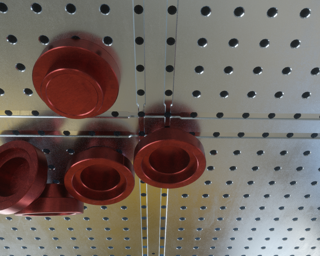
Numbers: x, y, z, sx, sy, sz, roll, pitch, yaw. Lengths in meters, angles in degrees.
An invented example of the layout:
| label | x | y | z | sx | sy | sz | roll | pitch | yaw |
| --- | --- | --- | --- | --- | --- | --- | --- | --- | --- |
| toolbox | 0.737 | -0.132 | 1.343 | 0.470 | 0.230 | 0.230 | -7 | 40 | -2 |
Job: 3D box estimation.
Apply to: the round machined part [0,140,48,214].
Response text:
| label | x | y | z | sx | sy | sz | roll | pitch | yaw |
| --- | --- | --- | --- | --- | --- | --- | --- | --- | --- |
| round machined part | -0.196 | 0.069 | 0.424 | 0.098 | 0.098 | 0.042 | -15 | 149 | 12 |

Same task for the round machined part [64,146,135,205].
| label | x | y | z | sx | sy | sz | roll | pitch | yaw |
| --- | --- | --- | --- | --- | --- | --- | --- | --- | --- |
| round machined part | -0.086 | 0.065 | 0.452 | 0.099 | 0.042 | 0.097 | -2 | 128 | -3 |

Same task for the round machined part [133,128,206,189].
| label | x | y | z | sx | sy | sz | roll | pitch | yaw |
| --- | --- | --- | --- | --- | --- | --- | --- | --- | --- |
| round machined part | 0.013 | 0.038 | 0.433 | 0.099 | 0.042 | 0.097 | -1 | 130 | 0 |

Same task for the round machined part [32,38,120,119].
| label | x | y | z | sx | sy | sz | roll | pitch | yaw |
| --- | --- | --- | --- | --- | --- | --- | --- | --- | --- |
| round machined part | -0.097 | -0.049 | 0.358 | 0.099 | 0.042 | 0.097 | -1 | 130 | 0 |

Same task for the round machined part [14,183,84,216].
| label | x | y | z | sx | sy | sz | roll | pitch | yaw |
| --- | --- | --- | --- | --- | --- | --- | --- | --- | --- |
| round machined part | -0.167 | 0.111 | 0.474 | 0.099 | 0.042 | 0.098 | -2 | 162 | -1 |
